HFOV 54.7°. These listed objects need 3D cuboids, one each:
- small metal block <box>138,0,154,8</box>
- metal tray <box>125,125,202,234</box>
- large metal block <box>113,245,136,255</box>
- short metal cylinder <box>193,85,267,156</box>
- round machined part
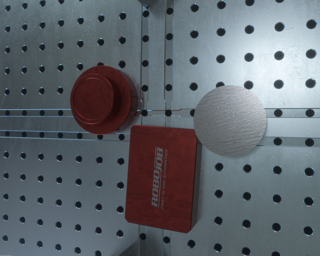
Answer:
[{"bbox_3d":[-0.018,-0.193,0.405,0.050,0.050,0.025,-44,77,14],"label":"small metal block"},{"bbox_3d":[0.005,0.063,0.408,0.090,0.030,0.129,4,91,19],"label":"metal tray"},{"bbox_3d":[-0.054,0.214,0.401,0.050,0.080,0.080,-36,79,16],"label":"large metal block"},{"bbox_3d":[0.085,-0.008,0.369,0.080,0.050,0.079,0,90,20],"label":"short metal cylinder"},{"bbox_3d":[-0.084,-0.039,0.432,0.098,0.042,0.097,0,90,19],"label":"round machined part"}]
